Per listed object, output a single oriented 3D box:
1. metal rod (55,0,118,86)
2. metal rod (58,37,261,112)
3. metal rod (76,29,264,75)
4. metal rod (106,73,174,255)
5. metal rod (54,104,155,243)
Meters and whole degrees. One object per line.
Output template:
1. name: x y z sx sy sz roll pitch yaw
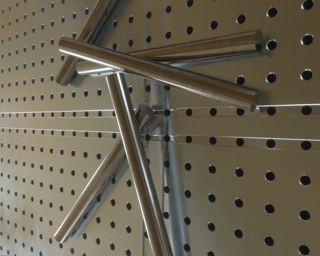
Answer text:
1. metal rod: -0.090 -0.183 0.480 0.298 0.025 0.025 -50 61 28
2. metal rod: -0.022 -0.077 0.398 0.300 0.025 0.025 22 104 29
3. metal rod: -0.012 -0.095 0.417 0.300 0.025 0.025 2 92 39
4. metal rod: -0.020 0.074 0.403 0.025 0.025 0.298 -19 85 38
5. metal rod: -0.097 0.084 0.486 0.025 0.025 0.298 50 119 28
